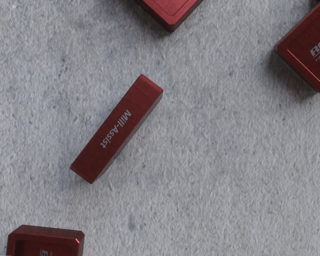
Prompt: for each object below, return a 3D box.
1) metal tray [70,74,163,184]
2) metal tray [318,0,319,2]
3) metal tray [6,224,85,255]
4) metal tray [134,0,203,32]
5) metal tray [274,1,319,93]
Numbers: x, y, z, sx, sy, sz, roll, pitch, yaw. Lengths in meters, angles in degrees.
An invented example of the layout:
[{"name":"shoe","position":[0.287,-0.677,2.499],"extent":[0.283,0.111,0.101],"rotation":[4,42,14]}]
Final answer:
[{"name":"metal tray","position":[-0.047,0.001,0.376],"extent":[0.030,0.090,0.130],"rotation":[37,90,-1]},{"name":"metal tray","position":[0.285,-0.174,0.411],"extent":[0.130,0.030,0.090],"rotation":[41,90,-1]},{"name":"metal tray","position":[-0.153,0.199,0.405],"extent":[0.091,0.030,0.129],"rotation":[6,90,-1]},{"name":"metal tray","position":[-0.002,-0.203,0.407],"extent":[0.130,0.030,0.090],"rotation":[43,90,-1]},{"name":"metal tray","position":[0.225,-0.118,0.390],"extent":[0.090,0.030,0.130],"rotation":[44,108,-1]}]
